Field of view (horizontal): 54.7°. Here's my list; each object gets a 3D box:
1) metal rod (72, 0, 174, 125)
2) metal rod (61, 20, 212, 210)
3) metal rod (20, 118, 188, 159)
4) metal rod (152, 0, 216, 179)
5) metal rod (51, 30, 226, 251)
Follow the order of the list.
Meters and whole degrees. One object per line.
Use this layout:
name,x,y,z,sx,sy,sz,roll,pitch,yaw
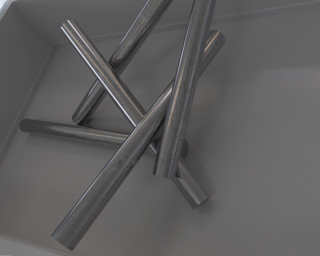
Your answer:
metal rod,-0.040,-0.108,0.407,0.299,0.025,0.025,-48,45,31
metal rod,-0.041,-0.031,0.384,0.025,0.025,0.300,-39,70,2
metal rod,-0.100,0.011,0.451,0.300,0.025,0.025,7,65,31
metal rod,0.038,-0.093,0.340,0.025,0.025,0.299,10,84,32
metal rod,-0.009,-0.005,0.344,0.025,0.025,0.301,20,62,35
